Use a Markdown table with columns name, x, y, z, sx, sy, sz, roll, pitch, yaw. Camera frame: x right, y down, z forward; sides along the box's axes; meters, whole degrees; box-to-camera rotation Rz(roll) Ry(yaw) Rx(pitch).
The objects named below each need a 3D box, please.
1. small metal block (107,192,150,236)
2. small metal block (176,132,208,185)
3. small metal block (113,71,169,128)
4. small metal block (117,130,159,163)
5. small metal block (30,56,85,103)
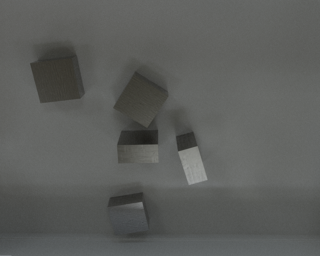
| name | x | y | z | sx | sy | sz | roll | pitch | yaw |
| --- | --- | --- | --- | --- | --- | --- | --- | --- | --- |
| small metal block | -0.045 | 0.127 | 0.458 | 0.050 | 0.025 | 0.050 | -10 | 110 | 3 |
| small metal block | 0.042 | 0.039 | 0.413 | 0.025 | 0.050 | 0.050 | -16 | 110 | 6 |
| small metal block | -0.024 | -0.037 | 0.398 | 0.050 | 0.025 | 0.050 | 31 | 107 | -11 |
| small metal block | -0.027 | 0.024 | 0.406 | 0.050 | 0.050 | 0.025 | -1 | 110 | 0 |
| small metal block | -0.127 | -0.061 | 0.387 | 0.050 | 0.025 | 0.050 | -7 | 110 | 2 |
